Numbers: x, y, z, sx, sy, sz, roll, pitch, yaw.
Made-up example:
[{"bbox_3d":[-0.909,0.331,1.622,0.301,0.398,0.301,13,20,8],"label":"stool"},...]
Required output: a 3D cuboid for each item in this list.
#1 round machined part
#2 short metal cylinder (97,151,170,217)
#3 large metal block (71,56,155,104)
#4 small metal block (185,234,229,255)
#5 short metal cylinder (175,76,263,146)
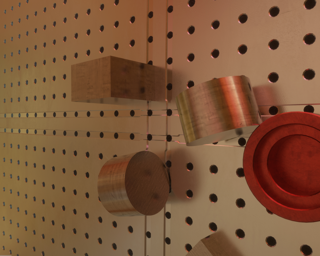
[{"bbox_3d":[0.132,0.034,0.289,0.098,0.042,0.097,1,91,39],"label":"round machined part"},{"bbox_3d":[-0.033,0.073,0.401,0.050,0.081,0.080,-16,80,39],"label":"short metal cylinder"},{"bbox_3d":[-0.064,-0.061,0.426,0.080,0.081,0.050,-1,90,40],"label":"large metal block"},{"bbox_3d":[0.056,0.163,0.363,0.050,0.025,0.050,49,119,29],"label":"small metal block"},{"bbox_3d":[0.061,-0.015,0.323,0.080,0.081,0.050,-22,76,38],"label":"short metal cylinder"}]
